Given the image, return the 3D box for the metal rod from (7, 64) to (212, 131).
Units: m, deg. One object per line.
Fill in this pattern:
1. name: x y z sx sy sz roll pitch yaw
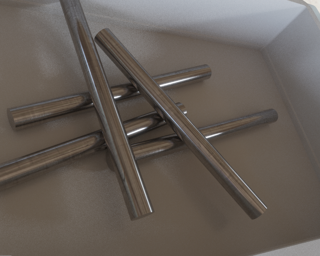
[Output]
1. metal rod: -0.041 -0.050 0.415 0.302 0.025 0.025 -20 73 -36

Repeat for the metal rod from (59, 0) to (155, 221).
1. metal rod: -0.069 -0.042 0.361 0.025 0.025 0.299 -8 66 -32

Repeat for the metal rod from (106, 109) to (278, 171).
1. metal rod: 0.066 0.008 0.437 0.303 0.025 0.025 -13 69 -34

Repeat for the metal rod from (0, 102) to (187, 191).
1. metal rod: -0.085 0.020 0.348 0.302 0.025 0.025 -21 74 -36

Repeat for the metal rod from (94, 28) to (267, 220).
1. metal rod: 0.022 -0.010 0.391 0.300 0.025 0.025 49 51 6
